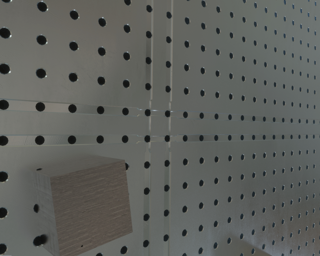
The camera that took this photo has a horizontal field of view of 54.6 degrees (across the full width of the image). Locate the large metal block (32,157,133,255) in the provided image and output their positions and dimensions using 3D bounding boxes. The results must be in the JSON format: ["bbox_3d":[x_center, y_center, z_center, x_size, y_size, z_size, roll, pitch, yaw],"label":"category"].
[{"bbox_3d":[-0.080,0.078,0.325,0.081,0.050,0.080,-10,96,-39],"label":"large metal block"}]
